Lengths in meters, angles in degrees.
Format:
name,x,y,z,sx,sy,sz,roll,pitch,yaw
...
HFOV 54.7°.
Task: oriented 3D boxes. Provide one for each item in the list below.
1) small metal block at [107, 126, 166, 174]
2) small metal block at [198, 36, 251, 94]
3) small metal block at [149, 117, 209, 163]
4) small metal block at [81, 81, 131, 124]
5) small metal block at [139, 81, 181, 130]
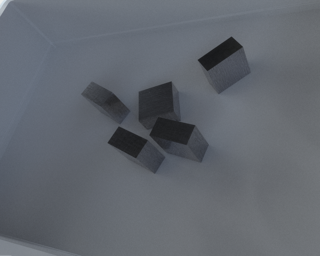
name,x,y,z,sx,sy,sz,roll,pitch,yaw
small metal block,-0.029,0.028,0.386,0.050,0.050,0.025,23,75,36
small metal block,0.083,-0.078,0.394,0.050,0.050,0.025,-34,52,5
small metal block,0.024,0.014,0.368,0.050,0.050,0.025,14,69,33
small metal block,-0.079,-0.037,0.452,0.050,0.050,0.025,30,78,37
small metal block,-0.001,-0.030,0.424,0.050,0.025,0.050,-15,56,19
